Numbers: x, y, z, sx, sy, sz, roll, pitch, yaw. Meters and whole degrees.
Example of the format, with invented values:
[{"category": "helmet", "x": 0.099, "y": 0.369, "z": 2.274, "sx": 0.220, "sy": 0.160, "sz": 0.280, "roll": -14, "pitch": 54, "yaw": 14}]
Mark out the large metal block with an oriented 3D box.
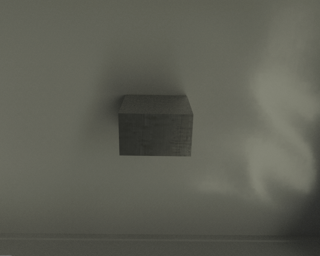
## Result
[{"category": "large metal block", "x": -0.005, "y": -0.006, "z": 0.377, "sx": 0.080, "sy": 0.080, "sz": 0.050, "roll": 1, "pitch": 110, "yaw": -1}]
